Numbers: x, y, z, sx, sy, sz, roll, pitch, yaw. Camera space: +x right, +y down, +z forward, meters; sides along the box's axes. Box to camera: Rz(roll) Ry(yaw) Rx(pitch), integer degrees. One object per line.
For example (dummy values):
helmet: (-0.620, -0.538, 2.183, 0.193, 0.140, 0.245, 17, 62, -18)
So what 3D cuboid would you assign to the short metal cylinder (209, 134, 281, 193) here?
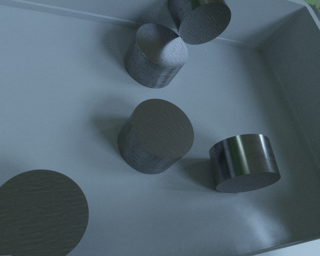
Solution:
short metal cylinder: (0.108, 0.048, 0.401, 0.081, 0.080, 0.050, 7, 59, -25)

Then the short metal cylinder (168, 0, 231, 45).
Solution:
short metal cylinder: (0.059, -0.172, 0.463, 0.081, 0.080, 0.050, -3, 60, -30)

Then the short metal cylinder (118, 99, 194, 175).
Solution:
short metal cylinder: (-0.006, 0.011, 0.381, 0.081, 0.050, 0.080, 14, 56, -21)

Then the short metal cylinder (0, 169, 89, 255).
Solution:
short metal cylinder: (-0.111, 0.084, 0.279, 0.081, 0.050, 0.080, 14, 56, -21)

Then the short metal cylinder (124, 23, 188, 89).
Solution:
short metal cylinder: (-0.006, -0.105, 0.452, 0.081, 0.050, 0.080, 14, 56, -21)
